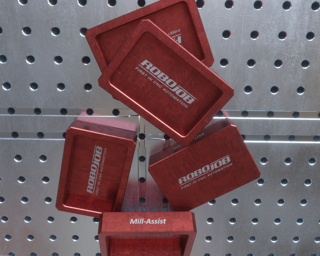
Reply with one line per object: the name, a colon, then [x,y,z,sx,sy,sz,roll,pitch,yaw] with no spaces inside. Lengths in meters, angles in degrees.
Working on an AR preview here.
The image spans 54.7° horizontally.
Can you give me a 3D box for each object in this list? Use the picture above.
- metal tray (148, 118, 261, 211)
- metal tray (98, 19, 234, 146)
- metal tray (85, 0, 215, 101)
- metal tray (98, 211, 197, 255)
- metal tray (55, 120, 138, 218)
metal tray: [0.061,0.055,0.432,0.130,0.030,0.090,-28,108,9]
metal tray: [0.007,-0.050,0.359,0.130,0.030,0.090,36,106,-13]
metal tray: [-0.011,-0.098,0.374,0.130,0.030,0.090,-20,109,6]
metal tray: [-0.019,0.157,0.446,0.131,0.030,0.089,1,134,-5]
metal tray: [-0.089,0.061,0.431,0.091,0.030,0.129,12,110,-5]
